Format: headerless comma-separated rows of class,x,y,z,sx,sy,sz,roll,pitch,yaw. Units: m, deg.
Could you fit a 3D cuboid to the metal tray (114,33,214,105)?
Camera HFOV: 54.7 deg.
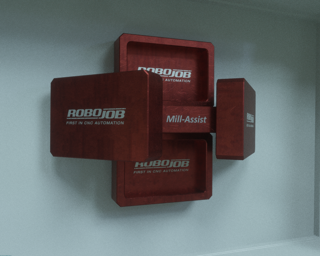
metal tray,0.007,-0.070,0.408,0.131,0.030,0.089,0,91,-21

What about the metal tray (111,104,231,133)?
metal tray,0.013,-0.010,0.379,0.131,0.090,0.030,0,90,-21

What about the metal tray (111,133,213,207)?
metal tray,0.004,0.050,0.406,0.131,0.030,0.089,0,90,-21

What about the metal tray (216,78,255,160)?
metal tray,0.100,-0.009,0.397,0.030,0.130,0.089,1,90,22

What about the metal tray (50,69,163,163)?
metal tray,-0.062,-0.012,0.337,0.030,0.130,0.089,1,89,-62
